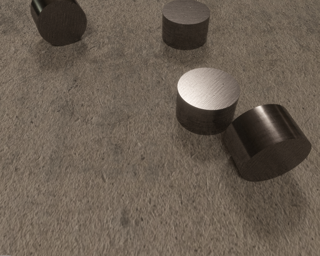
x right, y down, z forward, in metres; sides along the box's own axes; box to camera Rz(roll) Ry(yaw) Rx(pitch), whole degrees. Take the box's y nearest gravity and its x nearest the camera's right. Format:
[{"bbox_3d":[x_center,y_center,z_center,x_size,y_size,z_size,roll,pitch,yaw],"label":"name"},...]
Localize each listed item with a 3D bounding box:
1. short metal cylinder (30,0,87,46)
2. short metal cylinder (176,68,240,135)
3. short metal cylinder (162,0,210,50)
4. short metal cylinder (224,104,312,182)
[{"bbox_3d":[-0.171,-0.188,0.523,0.081,0.080,0.050,-21,53,-17],"label":"short metal cylinder"},{"bbox_3d":[0.063,-0.037,0.419,0.081,0.050,0.080,0,50,0],"label":"short metal cylinder"},{"bbox_3d":[0.044,-0.180,0.539,0.081,0.050,0.080,0,50,0],"label":"short metal cylinder"},{"bbox_3d":[0.121,0.018,0.354,0.081,0.080,0.050,-11,51,-10],"label":"short metal cylinder"}]
